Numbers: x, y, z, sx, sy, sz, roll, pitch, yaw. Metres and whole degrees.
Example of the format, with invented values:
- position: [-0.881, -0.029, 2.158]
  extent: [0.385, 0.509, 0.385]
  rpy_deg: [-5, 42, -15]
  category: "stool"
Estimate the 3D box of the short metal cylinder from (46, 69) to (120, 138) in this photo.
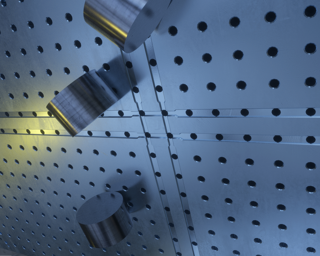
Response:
- position: [-0.099, -0.032, 0.406]
  extent: [0.080, 0.080, 0.050]
  rpy_deg: [-33, 100, 38]
  category: "short metal cylinder"

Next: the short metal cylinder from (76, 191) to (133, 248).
- position: [-0.091, 0.150, 0.515]
  extent: [0.080, 0.080, 0.050]
  rpy_deg: [-5, 116, 30]
  category: "short metal cylinder"

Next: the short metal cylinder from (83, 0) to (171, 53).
- position: [-0.031, -0.124, 0.314]
  extent: [0.050, 0.080, 0.080]
  rpy_deg: [38, 129, 2]
  category: "short metal cylinder"
